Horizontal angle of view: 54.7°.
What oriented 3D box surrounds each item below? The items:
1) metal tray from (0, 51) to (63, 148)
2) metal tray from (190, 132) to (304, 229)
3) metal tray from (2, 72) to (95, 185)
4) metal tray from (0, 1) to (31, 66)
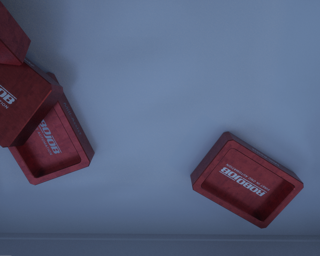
[{"bbox_3d":[-0.191,-0.051,0.359,0.130,0.030,0.090,39,95,5],"label":"metal tray"},{"bbox_3d":[0.121,0.075,0.437,0.130,0.030,0.090,31,107,-11],"label":"metal tray"},{"bbox_3d":[-0.156,0.003,0.408,0.090,0.030,0.129,-20,109,7],"label":"metal tray"},{"bbox_3d":[-0.207,-0.102,0.297,0.131,0.090,0.030,8,71,7],"label":"metal tray"}]
